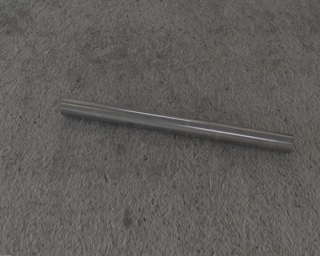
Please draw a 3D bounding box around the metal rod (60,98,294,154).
[{"bbox_3d":[0.016,-0.005,0.407,0.301,0.025,0.025,10,51,8],"label":"metal rod"}]
